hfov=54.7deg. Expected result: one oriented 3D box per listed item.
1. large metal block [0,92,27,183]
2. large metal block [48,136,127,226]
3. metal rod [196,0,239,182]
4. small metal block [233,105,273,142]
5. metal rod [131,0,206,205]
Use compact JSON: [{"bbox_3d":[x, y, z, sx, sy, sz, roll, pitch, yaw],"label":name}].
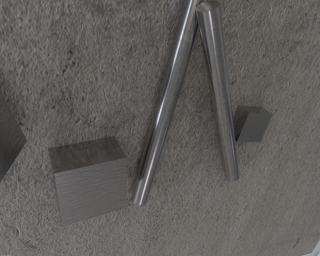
[{"bbox_3d":[-0.173,0.008,0.273,0.050,0.080,0.080,-6,126,9],"label":"large metal block"},{"bbox_3d":[-0.087,0.063,0.382,0.081,0.050,0.079,-11,123,-23],"label":"large metal block"},{"bbox_3d":[0.086,-0.023,0.422,0.025,0.025,0.299,-29,134,-10],"label":"metal rod"},{"bbox_3d":[0.139,-0.006,0.479,0.050,0.025,0.050,1,118,-29],"label":"small metal block"},{"bbox_3d":[0.007,-0.026,0.394,0.025,0.025,0.298,1,118,-29],"label":"metal rod"}]
